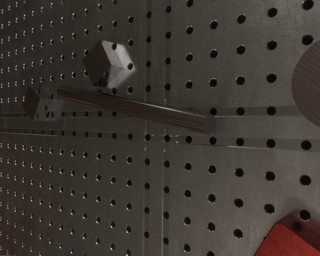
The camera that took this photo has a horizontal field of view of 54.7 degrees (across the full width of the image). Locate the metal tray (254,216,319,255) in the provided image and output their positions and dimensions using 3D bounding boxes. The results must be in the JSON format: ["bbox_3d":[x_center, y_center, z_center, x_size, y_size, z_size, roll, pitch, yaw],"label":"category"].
[{"bbox_3d":[0.126,0.165,0.301,0.090,0.030,0.129,37,112,33],"label":"metal tray"}]

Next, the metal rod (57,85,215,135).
[{"bbox_3d":[-0.057,-0.034,0.453,0.300,0.025,0.025,15,99,38],"label":"metal rod"}]

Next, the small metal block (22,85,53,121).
[{"bbox_3d":[-0.240,-0.048,0.603,0.050,0.025,0.050,41,114,32],"label":"small metal block"}]

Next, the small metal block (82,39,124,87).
[{"bbox_3d":[-0.089,-0.099,0.480,0.050,0.025,0.050,-38,67,33],"label":"small metal block"}]

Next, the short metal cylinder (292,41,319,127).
[{"bbox_3d":[0.160,-0.036,0.260,0.080,0.050,0.079,0,90,39],"label":"short metal cylinder"}]
